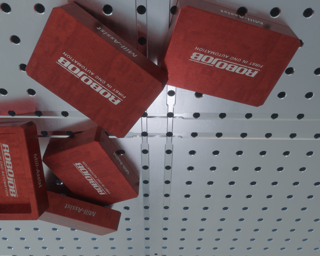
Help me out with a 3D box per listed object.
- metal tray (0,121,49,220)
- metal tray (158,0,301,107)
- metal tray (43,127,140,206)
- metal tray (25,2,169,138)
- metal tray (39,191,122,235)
[{"bbox_3d":[-0.206,0.058,0.414,0.090,0.030,0.129,-2,103,7],"label":"metal tray"},{"bbox_3d":[0.071,-0.079,0.341,0.131,0.030,0.089,12,129,-11],"label":"metal tray"},{"bbox_3d":[-0.098,0.065,0.462,0.090,0.030,0.130,-18,128,14],"label":"metal tray"},{"bbox_3d":[-0.068,-0.058,0.336,0.130,0.030,0.090,36,123,-9],"label":"metal tray"},{"bbox_3d":[-0.140,0.141,0.506,0.131,0.030,0.090,21,150,-18],"label":"metal tray"}]
